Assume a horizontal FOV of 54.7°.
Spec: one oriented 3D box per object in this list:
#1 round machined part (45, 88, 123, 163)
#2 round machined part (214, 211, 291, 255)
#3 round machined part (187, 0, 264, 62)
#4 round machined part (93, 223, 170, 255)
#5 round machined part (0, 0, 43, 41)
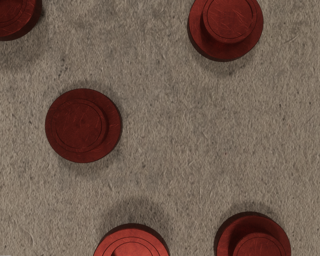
[{"bbox_3d":[-0.100,-0.003,0.400,0.099,0.042,0.097,0,90,-1],"label":"round machined part"},{"bbox_3d":[0.123,0.163,0.403,0.099,0.042,0.097,0,90,-1],"label":"round machined part"},{"bbox_3d":[0.086,-0.139,0.403,0.099,0.042,0.097,0,90,-1],"label":"round machined part"},{"bbox_3d":[-0.035,0.171,0.401,0.099,0.042,0.097,0,90,-1],"label":"round machined part"},{"bbox_3d":[-0.201,-0.160,0.399,0.099,0.042,0.097,0,90,-1],"label":"round machined part"}]
